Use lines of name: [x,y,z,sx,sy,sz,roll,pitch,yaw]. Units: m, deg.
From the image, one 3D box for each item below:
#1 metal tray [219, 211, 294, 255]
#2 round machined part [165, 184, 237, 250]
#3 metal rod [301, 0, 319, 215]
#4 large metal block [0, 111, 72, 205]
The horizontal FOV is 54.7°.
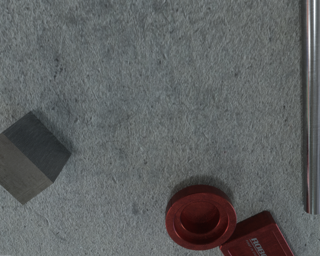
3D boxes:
metal tray: [0.158,0.201,0.482,0.090,0.030,0.130,-29,108,10]
round machined part: [0.057,0.123,0.447,0.099,0.042,0.097,0,110,0]
metal rod: [0.200,-0.018,0.405,0.025,0.025,0.298,-9,110,3]
large metal block: [-0.168,0.035,0.392,0.050,0.080,0.080,-36,107,12]
